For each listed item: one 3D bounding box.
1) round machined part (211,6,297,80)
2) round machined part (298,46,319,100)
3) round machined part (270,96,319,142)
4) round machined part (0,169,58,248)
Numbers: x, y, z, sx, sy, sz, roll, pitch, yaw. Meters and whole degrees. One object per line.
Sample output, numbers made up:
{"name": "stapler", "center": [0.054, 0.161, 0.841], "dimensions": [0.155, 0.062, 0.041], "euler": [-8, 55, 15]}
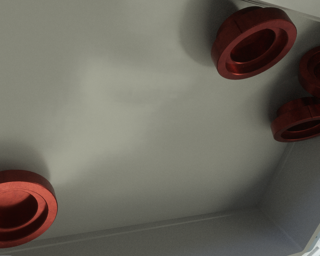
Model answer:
{"name": "round machined part", "center": [0.107, -0.106, 0.373], "dimensions": [0.099, 0.042, 0.098], "euler": [-15, 153, -8]}
{"name": "round machined part", "center": [0.256, -0.076, 0.456], "dimensions": [0.098, 0.098, 0.042], "euler": [-31, 142, -8]}
{"name": "round machined part", "center": [0.225, -0.015, 0.491], "dimensions": [0.099, 0.042, 0.098], "euler": [-6, 156, -3]}
{"name": "round machined part", "center": [-0.172, 0.087, 0.357], "dimensions": [0.099, 0.042, 0.097], "euler": [-14, 124, -21]}
